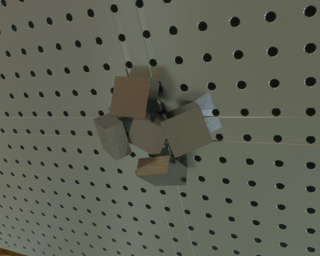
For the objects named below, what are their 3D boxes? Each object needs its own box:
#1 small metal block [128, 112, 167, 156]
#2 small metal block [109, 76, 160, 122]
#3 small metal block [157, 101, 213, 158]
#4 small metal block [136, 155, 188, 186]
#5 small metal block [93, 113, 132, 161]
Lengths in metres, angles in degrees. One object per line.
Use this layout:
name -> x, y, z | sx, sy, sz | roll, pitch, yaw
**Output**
small metal block -> -0.012, 0.006, 0.419 | 0.050, 0.025, 0.050 | 28, 128, 10
small metal block -> -0.032, -0.037, 0.388 | 0.050, 0.025, 0.050 | 6, 85, 25
small metal block -> 0.031, 0.002, 0.380 | 0.050, 0.025, 0.050 | -23, 110, -1
small metal block -> 0.003, 0.061, 0.430 | 0.050, 0.025, 0.050 | -9, 150, 32
small metal block -> -0.067, 0.012, 0.437 | 0.050, 0.025, 0.050 | 29, 138, 56
